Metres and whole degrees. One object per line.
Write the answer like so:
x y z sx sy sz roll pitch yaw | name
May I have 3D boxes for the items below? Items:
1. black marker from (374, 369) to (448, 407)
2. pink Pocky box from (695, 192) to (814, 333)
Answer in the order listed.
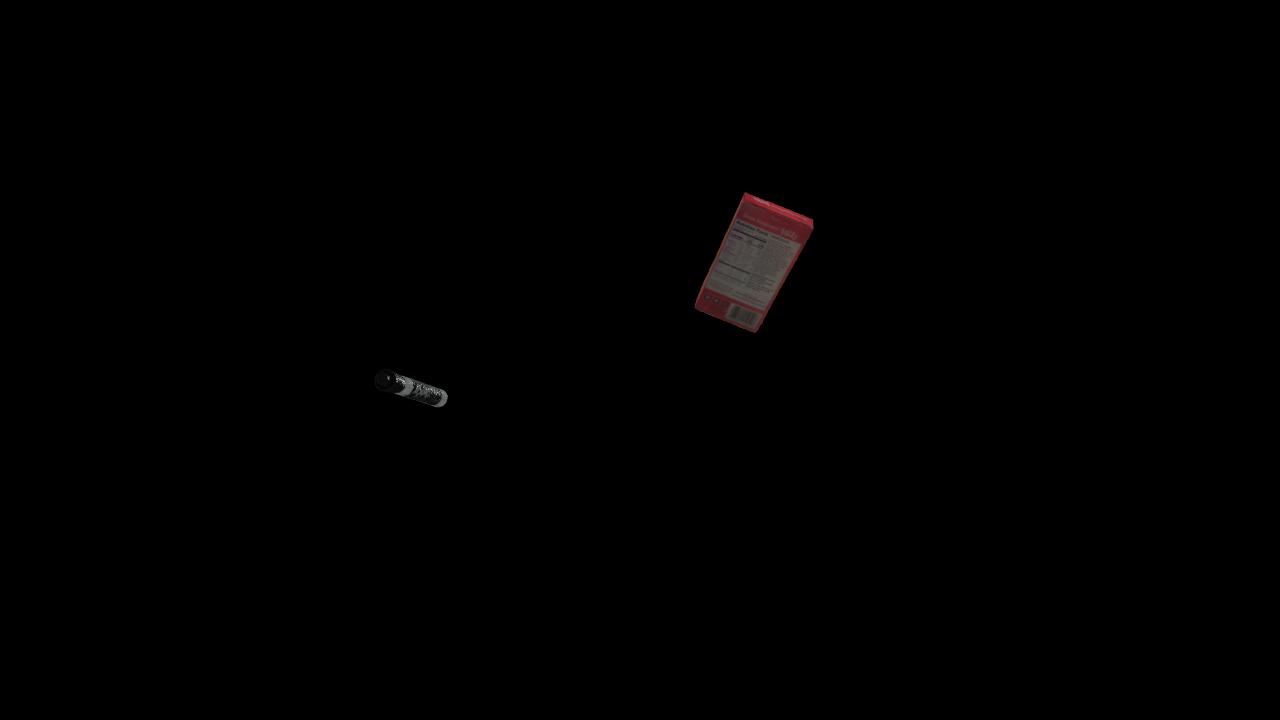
-0.208 0.027 0.564 0.020 0.020 0.121 0 -11 4 | black marker
0.130 -0.110 0.719 0.084 0.155 0.029 21 40 -1 | pink Pocky box
